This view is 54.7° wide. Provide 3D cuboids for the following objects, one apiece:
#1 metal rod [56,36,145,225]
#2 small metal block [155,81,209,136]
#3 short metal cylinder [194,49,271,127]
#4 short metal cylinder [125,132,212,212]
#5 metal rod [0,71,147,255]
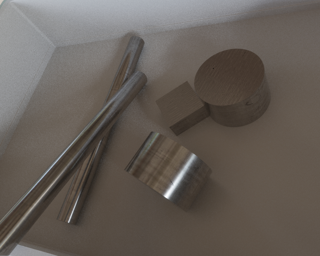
[{"bbox_3d":[-0.078,-0.012,0.452,0.025,0.025,0.300,3,63,29],"label":"metal rod"},{"bbox_3d":[0.029,-0.026,0.405,0.050,0.025,0.050,-32,52,7],"label":"small metal block"},{"bbox_3d":[0.088,-0.048,0.372,0.080,0.050,0.080,-13,56,20],"label":"short metal cylinder"},{"bbox_3d":[0.009,0.047,0.336,0.080,0.080,0.050,26,76,36],"label":"short metal cylinder"},{"bbox_3d":[-0.085,0.014,0.360,0.025,0.025,0.301,-1,36,27],"label":"metal rod"}]
